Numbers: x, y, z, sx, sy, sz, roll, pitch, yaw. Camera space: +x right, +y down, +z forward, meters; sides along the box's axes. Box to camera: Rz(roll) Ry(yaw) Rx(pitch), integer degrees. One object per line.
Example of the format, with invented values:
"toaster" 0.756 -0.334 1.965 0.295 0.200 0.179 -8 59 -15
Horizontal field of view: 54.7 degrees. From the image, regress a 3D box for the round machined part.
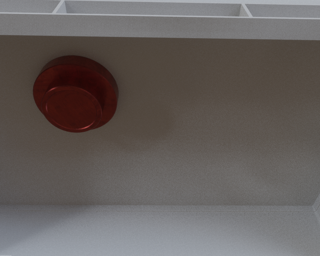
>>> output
"round machined part" -0.101 -0.033 0.369 0.099 0.042 0.097 -1 130 0
